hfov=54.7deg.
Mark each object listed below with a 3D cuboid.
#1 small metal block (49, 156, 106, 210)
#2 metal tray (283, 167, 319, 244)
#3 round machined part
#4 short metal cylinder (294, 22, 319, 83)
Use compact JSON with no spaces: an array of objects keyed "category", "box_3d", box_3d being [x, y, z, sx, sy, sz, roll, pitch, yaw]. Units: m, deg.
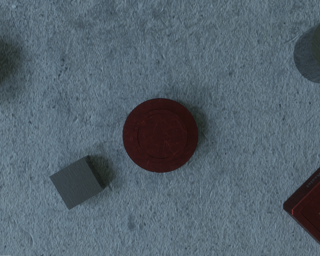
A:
[{"category":"small metal block","box_3d":[-0.107,0.071,0.409,0.050,0.025,0.050,-30,90,-1]},{"category":"metal tray","box_3d":[0.243,0.093,0.410,0.090,0.030,0.130,45,90,-1]},{"category":"round machined part","box_3d":[0.001,0.010,0.402,0.099,0.042,0.097,0,90,-1]},{"category":"short metal cylinder","box_3d":[0.224,-0.100,0.400,0.081,0.050,0.079,0,90,-1]}]
